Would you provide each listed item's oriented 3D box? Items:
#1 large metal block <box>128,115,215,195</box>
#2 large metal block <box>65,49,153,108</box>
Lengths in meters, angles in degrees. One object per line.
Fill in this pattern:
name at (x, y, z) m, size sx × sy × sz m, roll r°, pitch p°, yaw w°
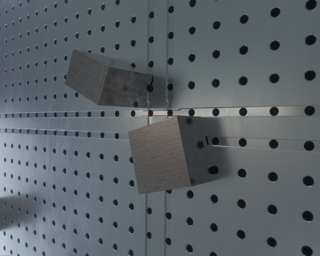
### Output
large metal block at (0.012, 0.034, 0.384) m, size 0.080 × 0.050 × 0.080 m, roll -18°, pitch 79°, yaw 38°
large metal block at (-0.071, -0.068, 0.434) m, size 0.080 × 0.081 × 0.050 m, roll 31°, pitch 110°, yaw 36°
